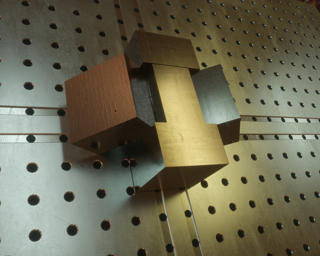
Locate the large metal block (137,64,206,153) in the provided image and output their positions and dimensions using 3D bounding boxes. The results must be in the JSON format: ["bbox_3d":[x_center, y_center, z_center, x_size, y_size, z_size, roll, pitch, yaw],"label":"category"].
[{"bbox_3d":[0.004,-0.021,0.388,0.050,0.080,0.080,1,61,-28],"label":"large metal block"}]

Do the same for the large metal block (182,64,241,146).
[{"bbox_3d":[0.070,-0.025,0.416,0.050,0.080,0.080,-16,64,6],"label":"large metal block"}]

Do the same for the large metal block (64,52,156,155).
[{"bbox_3d":[-0.056,-0.025,0.351,0.050,0.080,0.080,37,36,-59],"label":"large metal block"}]

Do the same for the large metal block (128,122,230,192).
[{"bbox_3d":[0.018,0.035,0.361,0.081,0.080,0.050,1,62,-28],"label":"large metal block"}]

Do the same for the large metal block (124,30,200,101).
[{"bbox_3d":[-0.006,-0.079,0.418,0.081,0.080,0.050,1,62,-28],"label":"large metal block"}]
